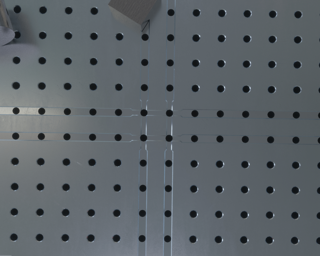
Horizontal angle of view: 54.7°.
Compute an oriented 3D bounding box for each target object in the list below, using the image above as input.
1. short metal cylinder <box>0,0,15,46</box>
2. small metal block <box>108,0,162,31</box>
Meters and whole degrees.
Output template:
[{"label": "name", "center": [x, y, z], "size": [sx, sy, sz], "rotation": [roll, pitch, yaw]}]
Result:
[{"label": "short metal cylinder", "center": [-0.230, -0.134, 0.384], "size": [0.080, 0.080, 0.050], "rotation": [-18, 90, 0]}, {"label": "small metal block", "center": [-0.033, -0.167, 0.413], "size": [0.050, 0.025, 0.050], "rotation": [32, 90, 0]}]
